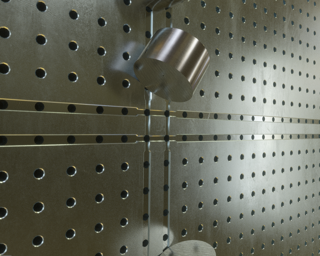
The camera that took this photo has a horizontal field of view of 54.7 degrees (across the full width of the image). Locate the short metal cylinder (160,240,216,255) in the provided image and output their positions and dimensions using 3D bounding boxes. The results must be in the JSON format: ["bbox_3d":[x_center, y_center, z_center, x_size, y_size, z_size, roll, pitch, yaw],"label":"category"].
[{"bbox_3d":[0.040,0.194,0.407,0.081,0.080,0.050,-27,107,-37],"label":"short metal cylinder"}]

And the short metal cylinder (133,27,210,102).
[{"bbox_3d":[0.015,-0.076,0.385,0.080,0.080,0.050,43,64,-32],"label":"short metal cylinder"}]

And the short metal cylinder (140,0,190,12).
[{"bbox_3d":[0.008,-0.198,0.399,0.081,0.050,0.079,0,90,-40],"label":"short metal cylinder"}]
